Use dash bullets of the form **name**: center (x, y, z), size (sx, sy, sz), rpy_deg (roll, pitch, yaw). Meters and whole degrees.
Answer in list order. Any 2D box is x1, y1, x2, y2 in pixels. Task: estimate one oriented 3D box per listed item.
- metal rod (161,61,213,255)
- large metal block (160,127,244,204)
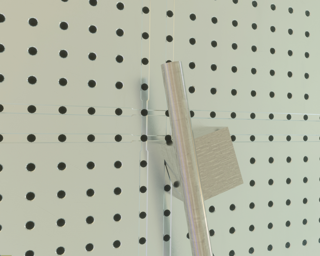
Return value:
- **metal rod**: center (0.038, 0.071, 0.373), size (0.025, 0.025, 0.298), rpy_deg (-11, 94, -20)
- **large metal block**: center (0.056, 0.048, 0.420), size (0.081, 0.050, 0.080), rpy_deg (-19, 97, -19)
